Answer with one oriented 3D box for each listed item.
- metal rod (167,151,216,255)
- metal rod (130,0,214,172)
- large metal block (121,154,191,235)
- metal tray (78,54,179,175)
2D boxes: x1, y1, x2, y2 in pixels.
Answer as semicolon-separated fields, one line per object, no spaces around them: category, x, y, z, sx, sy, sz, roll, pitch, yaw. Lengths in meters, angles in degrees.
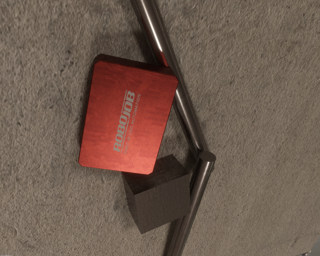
metal rod;0.040;0.163;0.514;0.025;0.025;0.298;-5;126;-26
metal rod;0.024;-0.042;0.395;0.025;0.025;0.299;-32;129;-8
large metal block;-0.004;0.095;0.449;0.081;0.050;0.079;-18;126;-18
metal tray;-0.039;-0.012;0.359;0.091;0.030;0.129;9;115;-13
